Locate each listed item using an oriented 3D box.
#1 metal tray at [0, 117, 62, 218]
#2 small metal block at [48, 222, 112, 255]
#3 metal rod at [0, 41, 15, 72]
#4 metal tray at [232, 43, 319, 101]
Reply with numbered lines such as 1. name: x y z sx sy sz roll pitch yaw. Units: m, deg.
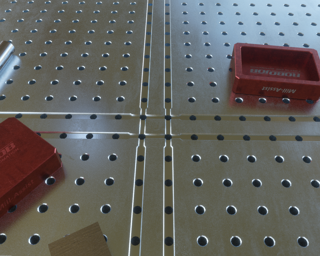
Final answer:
1. metal tray: -0.195 0.053 0.357 0.090 0.030 0.131 31 56 23
2. small metal block: -0.074 0.128 0.299 0.050 0.025 0.050 -21 53 -18
3. metal rod: -0.275 -0.022 0.421 0.025 0.025 0.300 6 50 5
4. metal tray: 0.180 -0.090 0.481 0.131 0.030 0.090 6 50 4
